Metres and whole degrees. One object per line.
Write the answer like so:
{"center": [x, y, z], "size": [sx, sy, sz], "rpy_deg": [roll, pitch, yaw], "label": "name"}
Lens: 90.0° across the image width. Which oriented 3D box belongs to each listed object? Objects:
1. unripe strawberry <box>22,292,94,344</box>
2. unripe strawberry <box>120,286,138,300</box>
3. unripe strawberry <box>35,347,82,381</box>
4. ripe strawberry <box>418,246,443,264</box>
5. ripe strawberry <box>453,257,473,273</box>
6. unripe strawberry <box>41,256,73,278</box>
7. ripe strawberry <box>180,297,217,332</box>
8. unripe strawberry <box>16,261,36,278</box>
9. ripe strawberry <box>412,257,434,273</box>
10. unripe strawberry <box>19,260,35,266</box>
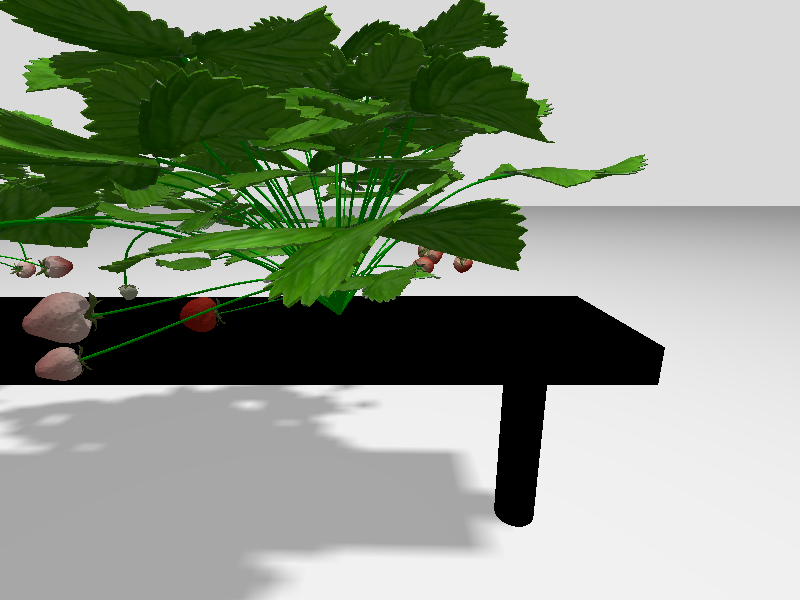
{"center": [-0.248, 0.014, 0.291], "size": [0.038, 0.038, 0.042], "rpy_deg": [-6, 16, -20], "label": "unripe strawberry"}
{"center": [-0.267, -0.007, 0.394], "size": [0.015, 0.015, 0.014], "rpy_deg": [2, 15, 9], "label": "unripe strawberry"}
{"center": [-0.199, 0.038, 0.234], "size": [0.020, 0.020, 0.023], "rpy_deg": [-14, 21, -41], "label": "unripe strawberry"}
{"center": [0.049, -0.073, 0.620], "size": [0.040, 0.042, 0.043], "rpy_deg": [6, -8, 20], "label": "ripe strawberry"}
{"center": [0.088, -0.050, 0.550], "size": [0.025, 0.029, 0.027], "rpy_deg": [11, -23, 35], "label": "ripe strawberry"}
{"center": [-0.444, -0.043, 0.520], "size": [0.032, 0.029, 0.029], "rpy_deg": [5, 15, 20], "label": "unripe strawberry"}
{"center": [-0.160, 0.012, 0.318], "size": [0.026, 0.028, 0.024], "rpy_deg": [-7, 17, -23], "label": "ripe strawberry"}
{"center": [-0.485, -0.039, 0.520], "size": [0.019, 0.022, 0.021], "rpy_deg": [2, 1, 7], "label": "unripe strawberry"}
{"center": [0.032, -0.045, 0.534], "size": [0.029, 0.025, 0.029], "rpy_deg": [7, 16, 25], "label": "ripe strawberry"}
{"center": [-0.519, -0.046, 0.557], "size": [0.018, 0.019, 0.018], "rpy_deg": [-1, 15, -4], "label": "unripe strawberry"}
